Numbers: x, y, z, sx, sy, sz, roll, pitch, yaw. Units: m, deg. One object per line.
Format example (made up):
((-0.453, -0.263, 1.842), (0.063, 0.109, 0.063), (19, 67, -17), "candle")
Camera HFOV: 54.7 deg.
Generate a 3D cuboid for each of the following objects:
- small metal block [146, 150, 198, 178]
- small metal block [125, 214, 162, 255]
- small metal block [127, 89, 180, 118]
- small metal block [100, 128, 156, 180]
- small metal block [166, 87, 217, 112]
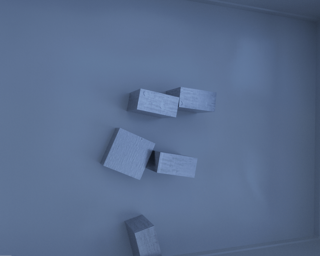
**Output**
((0.013, 0.045, 0.402), (0.050, 0.050, 0.025), (11, 87, -20), "small metal block")
((-0.021, 0.143, 0.390), (0.025, 0.050, 0.050), (-15, 95, -19), "small metal block")
((-0.010, -0.030, 0.393), (0.050, 0.050, 0.025), (11, 87, -20), "small metal block")
((-0.041, 0.032, 0.395), (0.050, 0.025, 0.050), (25, 82, -18), "small metal block")
((0.039, -0.036, 0.411), (0.050, 0.050, 0.025), (6, 88, -20), "small metal block")
